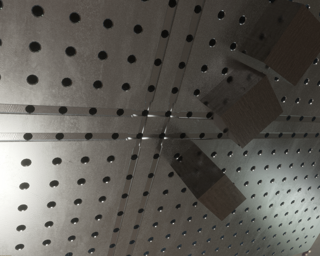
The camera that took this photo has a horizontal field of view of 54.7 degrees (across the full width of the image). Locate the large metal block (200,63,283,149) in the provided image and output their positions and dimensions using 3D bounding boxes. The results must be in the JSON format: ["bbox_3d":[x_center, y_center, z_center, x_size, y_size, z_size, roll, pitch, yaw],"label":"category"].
[{"bbox_3d":[0.117,-0.031,0.442,0.080,0.050,0.080,-42,130,1],"label":"large metal block"}]

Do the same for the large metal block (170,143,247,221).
[{"bbox_3d":[0.073,0.081,0.468,0.050,0.080,0.080,-43,130,1],"label":"large metal block"}]

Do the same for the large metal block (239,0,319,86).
[{"bbox_3d":[0.169,-0.115,0.419,0.080,0.050,0.080,22,107,-37],"label":"large metal block"}]
